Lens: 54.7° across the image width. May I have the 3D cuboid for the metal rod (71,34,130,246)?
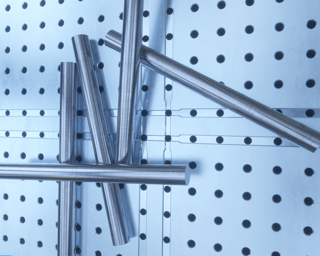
[{"bbox_3d":[-0.085,0.014,0.441,0.025,0.025,0.298,-14,86,19],"label":"metal rod"}]

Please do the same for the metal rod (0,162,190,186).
[{"bbox_3d":[-0.109,0.061,0.421,0.301,0.025,0.025,-2,90,19],"label":"metal rod"}]

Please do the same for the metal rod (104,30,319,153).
[{"bbox_3d":[0.054,-0.054,0.392,0.301,0.025,0.025,30,100,17],"label":"metal rod"}]

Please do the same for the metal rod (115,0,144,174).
[{"bbox_3d":[-0.039,-0.083,0.400,0.025,0.025,0.298,9,102,19],"label":"metal rod"}]

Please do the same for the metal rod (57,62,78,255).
[{"bbox_3d":[-0.137,0.053,0.459,0.025,0.025,0.298,1,90,19],"label":"metal rod"}]
